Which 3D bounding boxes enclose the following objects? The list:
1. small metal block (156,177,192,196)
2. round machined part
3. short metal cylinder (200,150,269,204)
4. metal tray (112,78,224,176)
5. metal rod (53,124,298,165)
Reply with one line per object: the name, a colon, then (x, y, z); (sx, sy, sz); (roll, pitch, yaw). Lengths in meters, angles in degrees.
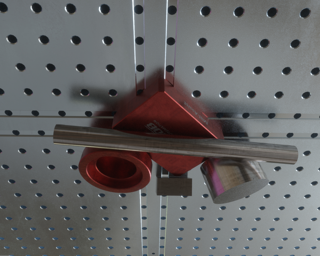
small metal block: (0.020, 0.087, 0.469); (0.050, 0.025, 0.050); (2, 173, -3)
round machined part: (-0.060, 0.047, 0.433); (0.099, 0.042, 0.097); (3, 137, 3)
short metal cylinder: (0.103, 0.067, 0.434); (0.081, 0.050, 0.080); (-15, 151, -8)
metal tray: (0.014, 0.005, 0.414); (0.090, 0.030, 0.130); (-36, 122, 26)
metal rod: (0.024, 0.021, 0.389); (0.302, 0.025, 0.025); (5, 130, -5)
